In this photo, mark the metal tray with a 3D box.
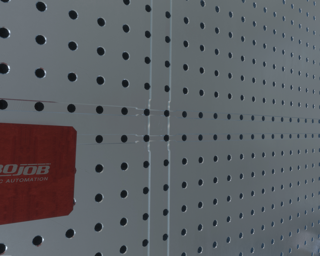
[{"bbox_3d":[-0.146,0.040,0.284,0.131,0.030,0.089,4,88,-40],"label":"metal tray"}]
